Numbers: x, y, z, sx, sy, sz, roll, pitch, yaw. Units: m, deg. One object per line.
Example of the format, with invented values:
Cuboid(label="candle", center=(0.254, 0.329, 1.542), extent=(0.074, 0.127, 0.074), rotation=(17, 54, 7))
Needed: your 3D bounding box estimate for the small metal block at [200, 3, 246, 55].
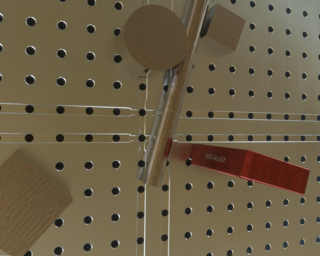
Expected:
Cuboid(label="small metal block", center=(0.089, -0.141, 0.447), extent=(0.050, 0.025, 0.050), rotation=(22, 82, -19))

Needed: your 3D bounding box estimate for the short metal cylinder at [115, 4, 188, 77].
Cuboid(label="short metal cylinder", center=(-0.012, -0.109, 0.396), extent=(0.081, 0.050, 0.079), rotation=(0, 90, -21))

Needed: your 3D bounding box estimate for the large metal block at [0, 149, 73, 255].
Cuboid(label="large metal block", center=(-0.157, 0.081, 0.342), extent=(0.080, 0.050, 0.080), rotation=(44, 76, -15))

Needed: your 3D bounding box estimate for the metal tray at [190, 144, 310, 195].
Cuboid(label="metal tray", center=(0.109, 0.050, 0.399), extent=(0.091, 0.130, 0.030), rotation=(18, 84, -20))

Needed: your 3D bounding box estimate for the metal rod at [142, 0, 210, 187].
Cuboid(label="metal rod", center=(0.028, -0.069, 0.423), extent=(0.025, 0.025, 0.299), rotation=(17, 84, -20))
